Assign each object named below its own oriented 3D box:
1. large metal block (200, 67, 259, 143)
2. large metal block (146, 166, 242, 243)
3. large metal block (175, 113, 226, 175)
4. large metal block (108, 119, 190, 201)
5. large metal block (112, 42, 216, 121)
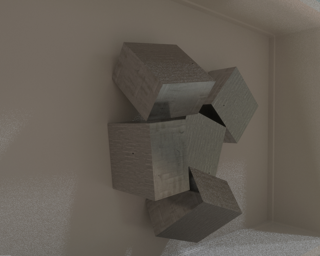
[{"bbox_3d":[0.096,-0.034,0.472,0.080,0.050,0.080,52,60,-28],"label":"large metal block"},{"bbox_3d":[0.043,0.102,0.399,0.080,0.080,0.050,26,32,-39],"label":"large metal block"},{"bbox_3d":[0.039,0.024,0.424,0.080,0.050,0.080,24,75,-38],"label":"large metal block"},{"bbox_3d":[-0.015,0.032,0.359,0.050,0.080,0.079,-7,95,-40],"label":"large metal block"},{"bbox_3d":[0.003,-0.057,0.366,0.081,0.080,0.050,-10,138,-39],"label":"large metal block"}]
